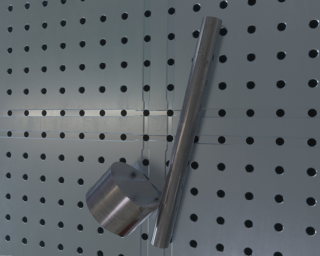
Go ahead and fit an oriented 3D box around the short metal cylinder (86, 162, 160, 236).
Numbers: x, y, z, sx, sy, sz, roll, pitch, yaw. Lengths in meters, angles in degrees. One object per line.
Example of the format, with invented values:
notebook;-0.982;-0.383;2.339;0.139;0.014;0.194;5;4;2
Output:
short metal cylinder;-0.047;0.090;0.400;0.080;0.080;0.050;47;104;14

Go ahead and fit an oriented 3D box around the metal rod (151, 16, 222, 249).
metal rod;0.033;0.009;0.400;0.025;0.025;0.298;14;95;19
